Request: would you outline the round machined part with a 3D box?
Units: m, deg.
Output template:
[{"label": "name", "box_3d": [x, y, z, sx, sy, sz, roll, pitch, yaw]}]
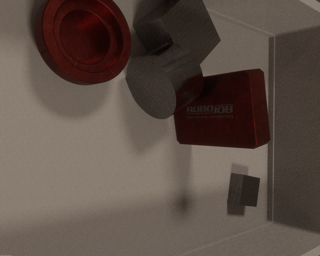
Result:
[{"label": "round machined part", "box_3d": [-0.083, -0.094, 0.327, 0.099, 0.042, 0.097, 0, 90, -40]}]

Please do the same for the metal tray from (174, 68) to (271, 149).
[{"label": "metal tray", "box_3d": [0.072, -0.023, 0.401, 0.030, 0.130, 0.089, -14, 99, -40]}]

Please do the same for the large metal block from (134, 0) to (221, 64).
[{"label": "large metal block", "box_3d": [0.026, -0.125, 0.411, 0.080, 0.050, 0.080, -51, 123, -28]}]

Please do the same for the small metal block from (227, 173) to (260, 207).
[{"label": "small metal block", "box_3d": [0.144, 0.106, 0.531, 0.050, 0.025, 0.050, 17, 79, -39]}]

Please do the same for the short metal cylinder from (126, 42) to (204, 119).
[{"label": "short metal cylinder", "box_3d": [0.005, -0.057, 0.377, 0.050, 0.080, 0.080, -35, 112, -34]}]
